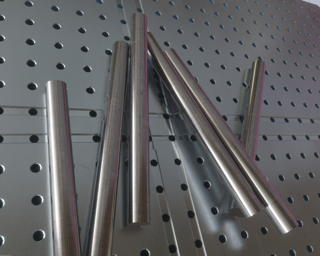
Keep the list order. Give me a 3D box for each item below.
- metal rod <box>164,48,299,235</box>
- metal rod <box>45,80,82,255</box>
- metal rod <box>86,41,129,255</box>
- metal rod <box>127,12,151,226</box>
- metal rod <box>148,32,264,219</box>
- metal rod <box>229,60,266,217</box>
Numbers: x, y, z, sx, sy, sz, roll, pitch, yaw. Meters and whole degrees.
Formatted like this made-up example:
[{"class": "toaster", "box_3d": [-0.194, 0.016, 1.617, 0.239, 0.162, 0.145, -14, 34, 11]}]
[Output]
[{"class": "metal rod", "box_3d": [0.084, 0.004, 0.428, 0.025, 0.025, 0.299, -15, 63, -34]}, {"class": "metal rod", "box_3d": [-0.094, 0.082, 0.307, 0.025, 0.025, 0.299, 1, 61, -28]}, {"class": "metal rod", "box_3d": [-0.058, 0.010, 0.370, 0.025, 0.025, 0.300, 14, 56, -20]}, {"class": "metal rod", "box_3d": [-0.027, -0.031, 0.399, 0.025, 0.025, 0.299, 10, 61, -23]}, {"class": "metal rod", "box_3d": [0.045, -0.018, 0.426, 0.025, 0.025, 0.299, -14, 64, -34]}, {"class": "metal rod", "box_3d": [0.142, -0.004, 0.486, 0.025, 0.025, 0.300, 28, 52, -10]}]
